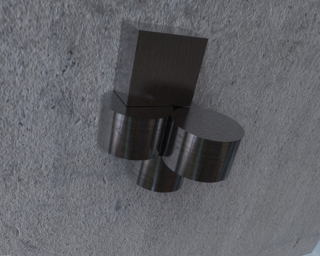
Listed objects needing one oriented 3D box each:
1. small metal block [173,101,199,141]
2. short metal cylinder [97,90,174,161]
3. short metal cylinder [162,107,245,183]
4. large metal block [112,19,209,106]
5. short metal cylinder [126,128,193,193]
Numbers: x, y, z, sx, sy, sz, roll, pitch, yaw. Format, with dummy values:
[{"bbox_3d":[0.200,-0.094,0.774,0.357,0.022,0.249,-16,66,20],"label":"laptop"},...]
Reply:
[{"bbox_3d":[0.022,-0.015,0.398,0.025,0.050,0.050,1,118,-29],"label":"small metal block"},{"bbox_3d":[-0.029,-0.006,0.354,0.081,0.080,0.050,-2,120,-28],"label":"short metal cylinder"},{"bbox_3d":[0.047,0.016,0.344,0.081,0.080,0.050,-2,120,-28],"label":"short metal cylinder"},{"bbox_3d":[-0.002,-0.071,0.348,0.081,0.050,0.079,-2,119,-28],"label":"large metal block"},{"bbox_3d":[0.001,0.037,0.397,0.081,0.080,0.050,-1,119,-28],"label":"short metal cylinder"}]
